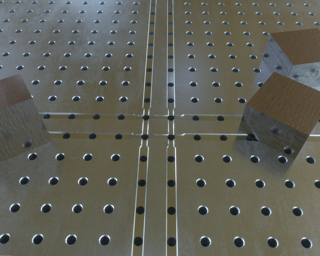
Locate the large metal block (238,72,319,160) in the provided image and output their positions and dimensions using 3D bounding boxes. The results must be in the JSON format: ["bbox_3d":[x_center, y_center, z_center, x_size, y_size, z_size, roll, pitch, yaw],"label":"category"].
[{"bbox_3d":[0.163,-0.019,0.408,0.080,0.050,0.080,31,57,23],"label":"large metal block"}]

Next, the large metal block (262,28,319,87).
[{"bbox_3d":[0.219,-0.108,0.483,0.080,0.050,0.080,-8,51,-7],"label":"large metal block"}]

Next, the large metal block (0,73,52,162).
[{"bbox_3d":[-0.191,-0.008,0.378,0.080,0.080,0.050,-25,55,-20],"label":"large metal block"}]
